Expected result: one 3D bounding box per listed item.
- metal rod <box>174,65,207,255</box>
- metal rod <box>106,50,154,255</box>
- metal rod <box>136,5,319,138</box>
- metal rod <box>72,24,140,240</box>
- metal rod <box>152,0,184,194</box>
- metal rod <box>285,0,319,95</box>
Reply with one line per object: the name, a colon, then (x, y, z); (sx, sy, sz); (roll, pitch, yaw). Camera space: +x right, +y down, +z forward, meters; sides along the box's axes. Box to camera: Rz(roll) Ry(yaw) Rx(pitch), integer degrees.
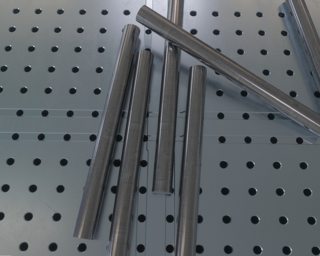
metal rod: (0.039, 0.056, 0.391); (0.025, 0.025, 0.299); (6, 70, 2)
metal rod: (-0.037, 0.034, 0.399); (0.025, 0.025, 0.299); (6, 70, 2)
metal rod: (0.098, -0.079, 0.424); (0.301, 0.025, 0.025); (34, 73, 5)
metal rod: (-0.066, -0.009, 0.414); (0.025, 0.025, 0.299); (9, 70, 3)
metal rod: (0.014, -0.060, 0.433); (0.025, 0.025, 0.299); (4, 70, 1)
metal rod: (0.232, -0.072, 0.439); (0.025, 0.025, 0.299); (-8, 70, -3)
